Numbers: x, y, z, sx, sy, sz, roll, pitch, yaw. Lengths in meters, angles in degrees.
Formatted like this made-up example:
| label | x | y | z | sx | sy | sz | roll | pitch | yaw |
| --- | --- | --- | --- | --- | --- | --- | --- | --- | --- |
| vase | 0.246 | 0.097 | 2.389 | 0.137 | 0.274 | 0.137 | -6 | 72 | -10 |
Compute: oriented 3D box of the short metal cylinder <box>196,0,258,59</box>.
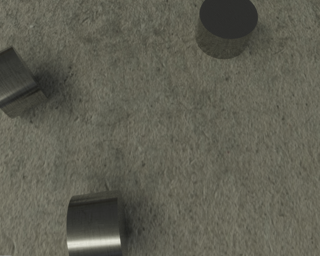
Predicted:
| label | x | y | z | sx | sy | sz | roll | pitch | yaw |
| --- | --- | --- | --- | --- | --- | --- | --- | --- | --- |
| short metal cylinder | 0.095 | -0.148 | 0.450 | 0.081 | 0.050 | 0.080 | 0 | 70 | 0 |

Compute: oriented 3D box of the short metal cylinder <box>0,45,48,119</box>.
| label | x | y | z | sx | sy | sz | roll | pitch | yaw |
| --- | --- | --- | --- | --- | --- | --- | --- | --- | --- |
| short metal cylinder | -0.189 | -0.059 | 0.398 | 0.050 | 0.080 | 0.080 | -33 | 74 | -11 |

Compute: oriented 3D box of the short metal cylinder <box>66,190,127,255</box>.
| label | x | y | z | sx | sy | sz | roll | pitch | yaw |
| --- | --- | --- | --- | --- | --- | --- | --- | --- | --- |
| short metal cylinder | -0.065 | 0.111 | 0.338 | 0.050 | 0.080 | 0.080 | -7 | 70 | -3 |
